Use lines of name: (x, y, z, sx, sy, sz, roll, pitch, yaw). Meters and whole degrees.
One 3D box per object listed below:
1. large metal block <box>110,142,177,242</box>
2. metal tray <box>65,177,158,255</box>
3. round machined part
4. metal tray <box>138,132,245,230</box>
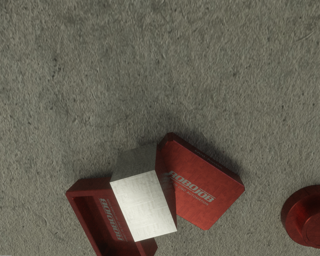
large metal block: (-0.016, 0.074, 0.375, 0.050, 0.080, 0.080, -17, 108, 7)
metal tray: (-0.067, 0.132, 0.437, 0.090, 0.030, 0.129, -9, 112, 28)
round machined part: (0.234, 0.136, 0.454, 0.099, 0.042, 0.097, 0, 110, -1)
metal tray: (0.040, 0.077, 0.436, 0.130, 0.030, 0.090, 33, 106, -12)
